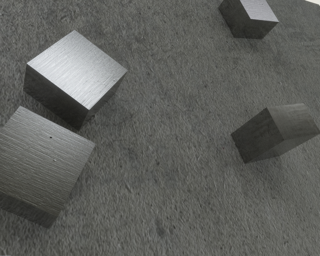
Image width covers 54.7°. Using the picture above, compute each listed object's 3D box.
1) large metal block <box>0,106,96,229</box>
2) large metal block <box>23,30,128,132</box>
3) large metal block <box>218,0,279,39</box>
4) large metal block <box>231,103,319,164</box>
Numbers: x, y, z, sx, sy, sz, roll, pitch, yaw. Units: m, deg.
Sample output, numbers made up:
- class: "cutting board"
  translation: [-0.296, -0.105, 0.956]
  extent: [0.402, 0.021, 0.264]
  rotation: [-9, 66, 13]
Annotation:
- class: "large metal block"
  translation: [-0.121, 0.039, 0.299]
  extent: [0.080, 0.050, 0.080]
  rotation: [28, 52, -10]
- class: "large metal block"
  translation: [-0.099, -0.057, 0.369]
  extent: [0.080, 0.050, 0.080]
  rotation: [37, 51, -3]
- class: "large metal block"
  translation: [0.177, -0.227, 0.621]
  extent: [0.081, 0.050, 0.080]
  rotation: [-7, 66, -31]
- class: "large metal block"
  translation: [0.167, 0.008, 0.453]
  extent: [0.081, 0.080, 0.050]
  rotation: [-7, 66, -31]
